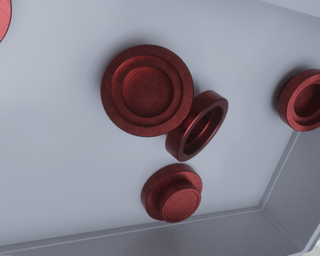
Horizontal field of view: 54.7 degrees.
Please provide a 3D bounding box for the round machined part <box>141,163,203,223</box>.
[{"bbox_3d":[0.024,0.106,0.476,0.099,0.042,0.097,-14,124,-21],"label":"round machined part"}]

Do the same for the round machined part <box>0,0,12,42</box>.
[{"bbox_3d":[-0.171,-0.103,0.240,0.099,0.042,0.097,-15,125,-22],"label":"round machined part"}]

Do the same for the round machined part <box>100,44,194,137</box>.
[{"bbox_3d":[-0.013,-0.040,0.345,0.099,0.042,0.097,0,92,1],"label":"round machined part"}]

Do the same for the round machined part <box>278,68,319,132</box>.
[{"bbox_3d":[0.228,-0.046,0.487,0.099,0.042,0.097,-8,119,-14],"label":"round machined part"}]

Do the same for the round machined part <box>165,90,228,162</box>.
[{"bbox_3d":[0.040,-0.008,0.399,0.099,0.042,0.098,-39,152,-25],"label":"round machined part"}]
